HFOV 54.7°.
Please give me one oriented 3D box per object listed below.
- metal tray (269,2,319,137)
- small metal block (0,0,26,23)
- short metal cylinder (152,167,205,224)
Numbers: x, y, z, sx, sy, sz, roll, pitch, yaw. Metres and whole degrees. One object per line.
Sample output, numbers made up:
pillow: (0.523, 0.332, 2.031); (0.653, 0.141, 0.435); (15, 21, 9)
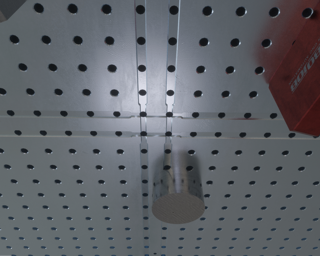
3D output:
metal tray: (0.166, -0.067, 0.313); (0.030, 0.090, 0.129); (13, 129, -11)
small metal block: (-0.158, -0.128, 0.285); (0.025, 0.050, 0.050); (-15, 129, 12)
short metal cylinder: (0.028, 0.107, 0.487); (0.081, 0.050, 0.079); (0, 130, 0)
